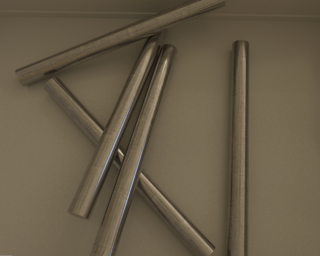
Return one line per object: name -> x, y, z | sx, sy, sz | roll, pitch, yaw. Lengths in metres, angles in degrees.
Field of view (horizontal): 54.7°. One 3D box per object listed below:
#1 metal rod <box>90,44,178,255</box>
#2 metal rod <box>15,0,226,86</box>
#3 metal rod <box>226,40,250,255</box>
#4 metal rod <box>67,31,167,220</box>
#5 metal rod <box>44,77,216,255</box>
metal rod -> -0.024, 0.014, 0.382 | 0.025, 0.025, 0.300 | 14, 62, 5
metal rod -> -0.055, -0.125, 0.431 | 0.301, 0.025, 0.025 | -21, 72, 1
metal rod -> 0.103, 0.018, 0.404 | 0.025, 0.025, 0.299 | 6, 70, 2
metal rod -> -0.043, -0.031, 0.400 | 0.025, 0.025, 0.300 | 17, 63, 6
metal rod -> -0.047, 0.043, 0.393 | 0.025, 0.025, 0.300 | -41, 75, -14
